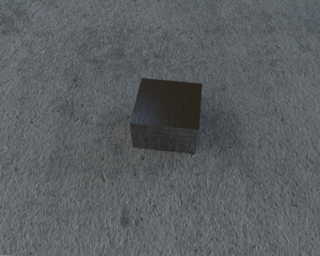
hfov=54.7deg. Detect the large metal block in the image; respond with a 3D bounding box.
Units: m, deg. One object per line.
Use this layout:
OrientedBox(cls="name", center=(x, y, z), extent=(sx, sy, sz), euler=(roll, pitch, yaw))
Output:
OrientedBox(cls="large metal block", center=(0.010, -0.016, 0.402), extent=(0.080, 0.050, 0.080), euler=(6, 50, 4))
